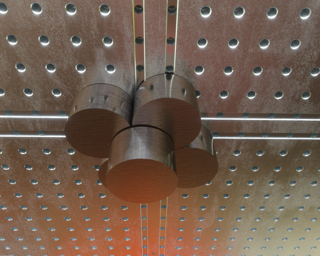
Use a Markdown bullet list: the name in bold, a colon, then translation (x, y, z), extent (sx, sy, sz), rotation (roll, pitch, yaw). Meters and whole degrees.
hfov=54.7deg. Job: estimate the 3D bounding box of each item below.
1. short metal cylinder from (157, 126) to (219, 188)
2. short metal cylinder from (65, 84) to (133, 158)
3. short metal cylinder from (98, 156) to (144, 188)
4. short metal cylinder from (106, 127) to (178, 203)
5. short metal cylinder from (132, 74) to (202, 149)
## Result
- **short metal cylinder**: translation (0.037, 0.038, 0.428), extent (0.081, 0.050, 0.079), rotation (0, 130, 0)
- **short metal cylinder**: translation (-0.072, -0.008, 0.387), extent (0.081, 0.050, 0.079), rotation (0, 130, 0)
- **short metal cylinder**: translation (-0.043, 0.049, 0.435), extent (0.081, 0.050, 0.079), rotation (0, 130, 0)
- **short metal cylinder**: translation (-0.021, 0.045, 0.365), extent (0.081, 0.050, 0.079), rotation (-1, 132, -1)
- **short metal cylinder**: translation (0.008, -0.018, 0.379), extent (0.081, 0.050, 0.079), rotation (0, 130, 0)
